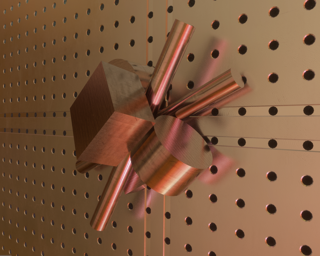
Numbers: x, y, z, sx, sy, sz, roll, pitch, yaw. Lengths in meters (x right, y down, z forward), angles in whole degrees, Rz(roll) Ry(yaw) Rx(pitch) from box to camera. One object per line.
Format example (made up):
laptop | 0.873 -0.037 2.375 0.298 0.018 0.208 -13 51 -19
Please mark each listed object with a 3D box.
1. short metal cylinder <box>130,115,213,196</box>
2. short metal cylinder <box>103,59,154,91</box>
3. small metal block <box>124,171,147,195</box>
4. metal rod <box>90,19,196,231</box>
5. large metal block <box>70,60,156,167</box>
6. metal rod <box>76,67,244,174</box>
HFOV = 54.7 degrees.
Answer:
short metal cylinder | 0.013 0.031 0.358 0.050 0.081 0.080 -51 60 29
short metal cylinder | -0.041 -0.050 0.422 0.080 0.050 0.079 0 90 40
small metal block | -0.032 0.059 0.431 0.050 0.025 0.050 -34 69 34
metal rod | -0.030 0.010 0.397 0.025 0.025 0.298 37 112 33
large metal block | -0.058 -0.015 0.354 0.080 0.050 0.080 -48 45 30
metal rod | -0.022 0.004 0.423 0.299 0.025 0.025 -29 72 36
